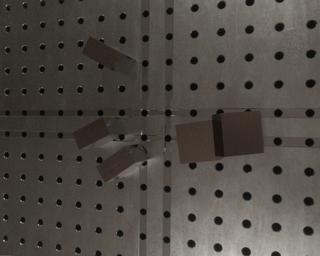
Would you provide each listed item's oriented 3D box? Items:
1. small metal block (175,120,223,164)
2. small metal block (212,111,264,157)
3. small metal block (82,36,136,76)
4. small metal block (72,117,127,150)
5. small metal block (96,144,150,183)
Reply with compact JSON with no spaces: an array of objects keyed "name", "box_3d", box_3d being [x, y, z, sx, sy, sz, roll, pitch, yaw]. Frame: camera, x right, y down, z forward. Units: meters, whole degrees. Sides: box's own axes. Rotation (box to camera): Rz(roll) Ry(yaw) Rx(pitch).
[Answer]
[{"name":"small metal block","box_3d":[0.050,0.018,0.394,0.050,0.025,0.050,-8,87,19]},{"name":"small metal block","box_3d":[0.092,0.007,0.367,0.050,0.025,0.050,-4,88,-15]},{"name":"small metal block","box_3d":[-0.068,-0.097,0.422,0.050,0.050,0.025,31,100,17]},{"name":"small metal block","box_3d":[-0.082,0.007,0.427,0.050,0.050,0.025,-26,82,18]},{"name":"small metal block","box_3d":[-0.048,0.046,0.415,0.050,0.050,0.025,-35,79,16]}]
